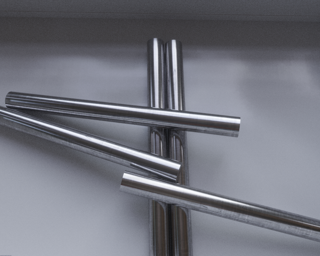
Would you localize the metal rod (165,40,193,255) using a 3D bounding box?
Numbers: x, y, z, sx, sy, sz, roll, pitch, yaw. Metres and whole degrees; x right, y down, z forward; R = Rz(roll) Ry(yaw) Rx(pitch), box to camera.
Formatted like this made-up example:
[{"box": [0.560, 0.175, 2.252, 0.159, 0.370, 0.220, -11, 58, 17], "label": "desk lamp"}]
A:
[{"box": [0.023, 0.019, 0.400, 0.025, 0.025, 0.299, -1, 70, -1], "label": "metal rod"}]

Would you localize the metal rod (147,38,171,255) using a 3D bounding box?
[{"box": [-0.003, 0.017, 0.400, 0.025, 0.025, 0.299, -1, 70, -1], "label": "metal rod"}]

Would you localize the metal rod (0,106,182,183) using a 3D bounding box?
[{"box": [-0.120, 0.010, 0.389, 0.301, 0.025, 0.025, 16, 71, 11], "label": "metal rod"}]

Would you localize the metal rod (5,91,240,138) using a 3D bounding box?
[{"box": [-0.053, -0.019, 0.394, 0.301, 0.025, 0.025, 7, 70, 9], "label": "metal rod"}]

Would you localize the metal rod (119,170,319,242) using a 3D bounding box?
[{"box": [0.103, 0.098, 0.355, 0.302, 0.025, 0.025, 15, 71, -1], "label": "metal rod"}]
